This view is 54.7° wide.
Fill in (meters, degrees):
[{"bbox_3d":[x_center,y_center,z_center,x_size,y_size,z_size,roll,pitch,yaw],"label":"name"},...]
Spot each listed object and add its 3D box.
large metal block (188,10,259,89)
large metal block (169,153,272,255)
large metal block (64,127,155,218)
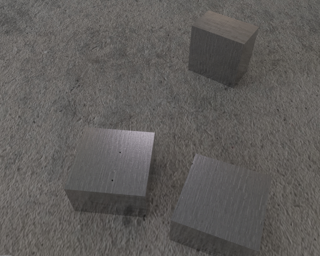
[{"bbox_3d":[0.092,-0.118,0.467,0.080,0.080,0.050,27,55,21],"label":"large metal block"},{"bbox_3d":[0.062,0.083,0.318,0.080,0.050,0.080,16,52,13],"label":"large metal block"},{"bbox_3d":[-0.050,0.048,0.346,0.080,0.050,0.080,5,50,4],"label":"large metal block"}]
